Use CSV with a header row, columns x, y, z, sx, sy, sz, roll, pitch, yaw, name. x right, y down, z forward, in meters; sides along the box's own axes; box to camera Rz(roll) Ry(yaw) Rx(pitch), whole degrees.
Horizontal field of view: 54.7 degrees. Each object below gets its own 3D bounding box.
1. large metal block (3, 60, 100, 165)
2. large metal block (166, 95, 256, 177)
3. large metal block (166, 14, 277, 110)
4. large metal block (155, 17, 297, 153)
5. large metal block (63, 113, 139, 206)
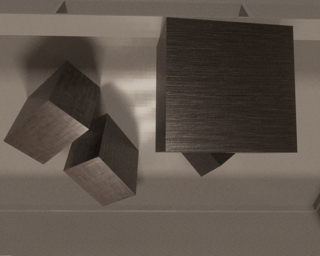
x,y,z,sx,sy,sz,roll,pitch,yaw,name
-0.120,-0.018,0.356,0.080,0.080,0.050,-34,123,25,large metal block
0.049,0.003,0.349,0.050,0.080,0.080,-37,171,-15,large metal block
0.045,-0.056,0.284,0.081,0.050,0.080,-6,164,-8,large metal block
0.040,-0.023,0.210,0.081,0.080,0.050,1,174,-8,large metal block
-0.072,0.042,0.408,0.050,0.080,0.080,-23,127,18,large metal block
